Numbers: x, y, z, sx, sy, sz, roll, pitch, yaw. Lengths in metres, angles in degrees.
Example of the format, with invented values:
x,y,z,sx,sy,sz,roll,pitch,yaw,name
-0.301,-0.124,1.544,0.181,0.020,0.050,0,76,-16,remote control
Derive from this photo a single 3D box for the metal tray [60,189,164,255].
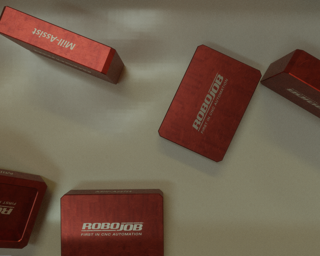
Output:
x,y,z,sx,sy,sz,roll,pitch,yaw,name
-0.061,0.129,0.408,0.131,0.030,0.089,-1,90,0,metal tray

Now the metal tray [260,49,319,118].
x,y,z,sx,sy,sz,roll,pitch,yaw,name
0.199,-0.042,0.380,0.130,0.090,0.030,30,90,0,metal tray

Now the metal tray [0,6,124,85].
x,y,z,sx,sy,sz,roll,pitch,yaw,name
-0.114,-0.096,0.377,0.131,0.090,0.030,22,90,0,metal tray

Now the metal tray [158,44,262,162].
x,y,z,sx,sy,sz,roll,pitch,yaw,name
0.064,-0.032,0.409,0.090,0.030,0.129,25,90,0,metal tray

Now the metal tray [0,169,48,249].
x,y,z,sx,sy,sz,roll,pitch,yaw,name
-0.216,0.093,0.372,0.131,0.030,0.090,19,89,-35,metal tray
